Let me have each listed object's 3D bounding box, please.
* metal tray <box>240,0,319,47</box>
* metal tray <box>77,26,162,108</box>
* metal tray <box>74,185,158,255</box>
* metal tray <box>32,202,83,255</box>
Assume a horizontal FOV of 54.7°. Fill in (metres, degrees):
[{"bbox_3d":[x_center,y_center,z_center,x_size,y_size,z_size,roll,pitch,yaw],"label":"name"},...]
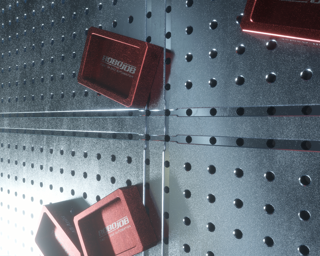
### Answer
[{"bbox_3d":[0.149,-0.123,0.282,0.130,0.030,0.089,24,105,37],"label":"metal tray"},{"bbox_3d":[-0.065,-0.091,0.456,0.130,0.030,0.089,27,107,36],"label":"metal tray"},{"bbox_3d":[-0.071,0.152,0.462,0.130,0.030,0.090,-36,68,33],"label":"metal tray"},{"bbox_3d":[-0.173,0.205,0.545,0.130,0.030,0.089,36,112,33],"label":"metal tray"}]
